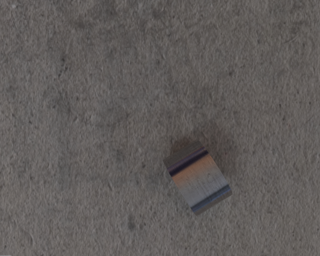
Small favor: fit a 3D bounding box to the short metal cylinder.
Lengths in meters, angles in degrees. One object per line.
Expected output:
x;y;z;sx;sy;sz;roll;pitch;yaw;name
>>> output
0.046;0.061;0.383;0.050;0.080;0.080;-32;90;0;short metal cylinder
